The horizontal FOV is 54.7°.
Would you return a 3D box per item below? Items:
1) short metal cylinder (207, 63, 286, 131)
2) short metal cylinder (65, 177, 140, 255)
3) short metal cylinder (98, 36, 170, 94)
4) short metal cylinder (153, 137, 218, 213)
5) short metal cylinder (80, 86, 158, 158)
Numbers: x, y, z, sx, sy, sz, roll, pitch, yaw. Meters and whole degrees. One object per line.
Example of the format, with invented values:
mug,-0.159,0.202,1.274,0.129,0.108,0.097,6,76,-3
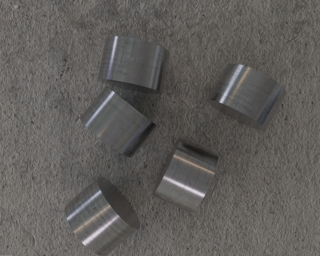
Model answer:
short metal cylinder,0.106,-0.037,0.383,0.080,0.080,0.050,29,90,0
short metal cylinder,-0.069,0.107,0.382,0.050,0.080,0.080,-40,90,0
short metal cylinder,-0.032,-0.075,0.382,0.080,0.080,0.050,11,90,0
short metal cylinder,0.030,0.057,0.383,0.050,0.080,0.080,25,90,0
short metal cylinder,-0.050,-0.008,0.382,0.080,0.080,0.050,38,90,0
